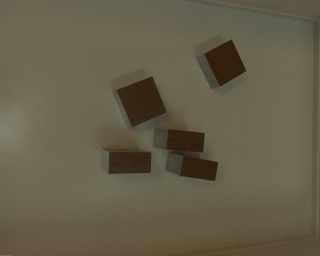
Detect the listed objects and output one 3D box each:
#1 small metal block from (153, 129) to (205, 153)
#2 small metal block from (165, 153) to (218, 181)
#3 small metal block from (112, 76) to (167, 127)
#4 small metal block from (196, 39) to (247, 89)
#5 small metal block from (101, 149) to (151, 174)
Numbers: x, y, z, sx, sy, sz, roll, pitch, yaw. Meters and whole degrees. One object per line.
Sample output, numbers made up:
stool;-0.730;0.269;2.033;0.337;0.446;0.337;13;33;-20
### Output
small metal block;0.024;0.016;0.407;0.050;0.050;0.025;6;88;-20
small metal block;0.041;0.051;0.414;0.050;0.050;0.025;12;86;-20
small metal block;-0.027;-0.033;0.402;0.050;0.025;0.050;-24;98;-19
small metal block;0.088;-0.091;0.444;0.050;0.025;0.050;-31;101;-18
small metal block;-0.043;0.040;0.382;0.050;0.050;0.025;2;90;-20
